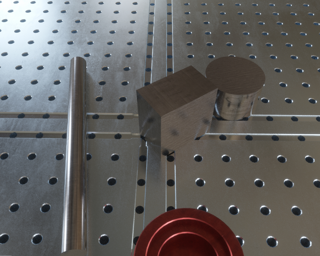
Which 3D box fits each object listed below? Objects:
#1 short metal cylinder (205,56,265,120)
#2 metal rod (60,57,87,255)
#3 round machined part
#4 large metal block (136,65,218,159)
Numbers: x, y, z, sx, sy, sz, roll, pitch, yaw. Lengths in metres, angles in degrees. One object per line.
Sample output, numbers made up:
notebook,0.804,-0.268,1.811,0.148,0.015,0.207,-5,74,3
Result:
short metal cylinder,0.102,-0.057,0.440,0.080,0.050,0.080,0,50,0
metal rod,-0.107,0.010,0.398,0.025,0.025,0.300,-7,50,-6
round machined part,0.026,0.129,0.288,0.099,0.042,0.098,0,50,0
large metal block,0.020,-0.020,0.388,0.081,0.080,0.050,-28,56,-21
